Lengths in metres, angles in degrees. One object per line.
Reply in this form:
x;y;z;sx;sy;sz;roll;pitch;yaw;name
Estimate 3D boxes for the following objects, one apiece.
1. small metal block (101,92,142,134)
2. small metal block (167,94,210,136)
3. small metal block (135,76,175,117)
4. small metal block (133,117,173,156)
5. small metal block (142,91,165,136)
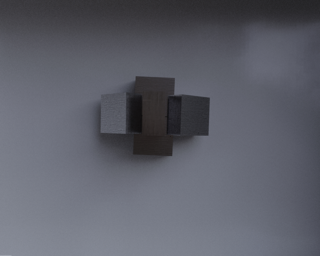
-0.050;-0.018;0.395;0.050;0.025;0.050;1;90;43;small metal block
0.037;-0.016;0.398;0.050;0.025;0.050;1;91;-39;small metal block
-0.007;-0.040;0.409;0.050;0.025;0.050;3;90;-1;small metal block
-0.008;0.010;0.409;0.050;0.025;0.050;3;90;0;small metal block
-0.007;-0.016;0.371;0.025;0.050;0.050;1;90;-1;small metal block
